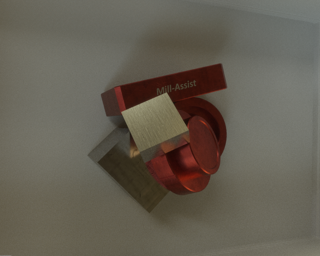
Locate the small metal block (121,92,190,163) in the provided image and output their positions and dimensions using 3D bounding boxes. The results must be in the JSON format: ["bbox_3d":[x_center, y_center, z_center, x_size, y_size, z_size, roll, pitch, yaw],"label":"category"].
[{"bbox_3d":[-0.004,-0.001,0.310,0.050,0.025,0.050,-24,60,-6],"label":"small metal block"}]

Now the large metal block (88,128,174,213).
[{"bbox_3d":[-0.034,0.046,0.368,0.050,0.080,0.080,-46,105,-14],"label":"large metal block"}]

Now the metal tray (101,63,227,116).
[{"bbox_3d":[0.002,-0.045,0.375,0.131,0.090,0.030,-16,96,-20],"label":"metal tray"}]

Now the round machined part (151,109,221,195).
[{"bbox_3d":[0.034,0.024,0.352,0.098,0.042,0.098,32,48,-43],"label":"round machined part"}]

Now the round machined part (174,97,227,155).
[{"bbox_3d":[0.036,0.009,0.416,0.099,0.042,0.097,0,90,-21],"label":"round machined part"}]
